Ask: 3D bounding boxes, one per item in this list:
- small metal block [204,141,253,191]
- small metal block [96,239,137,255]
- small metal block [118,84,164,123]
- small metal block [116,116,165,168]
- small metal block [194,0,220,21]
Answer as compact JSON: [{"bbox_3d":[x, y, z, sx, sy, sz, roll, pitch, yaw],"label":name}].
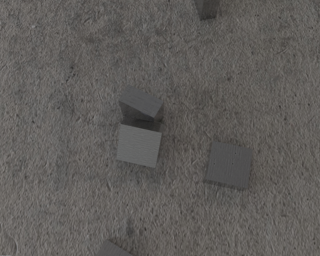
[{"bbox_3d":[0.086,0.048,0.391,0.050,0.025,0.050,12,70,4],"label":"small metal block"},{"bbox_3d":[-0.051,0.161,0.349,0.050,0.025,0.050,28,72,9],"label":"small metal block"},{"bbox_3d":[-0.023,-0.025,0.404,0.050,0.050,0.025,27,72,9],"label":"small metal block"},{"bbox_3d":[-0.024,0.017,0.387,0.050,0.050,0.025,12,25,4],"label":"small metal block"},{"bbox_3d":[0.070,-0.201,0.469,0.025,0.050,0.050,-11,71,-4],"label":"small metal block"}]
